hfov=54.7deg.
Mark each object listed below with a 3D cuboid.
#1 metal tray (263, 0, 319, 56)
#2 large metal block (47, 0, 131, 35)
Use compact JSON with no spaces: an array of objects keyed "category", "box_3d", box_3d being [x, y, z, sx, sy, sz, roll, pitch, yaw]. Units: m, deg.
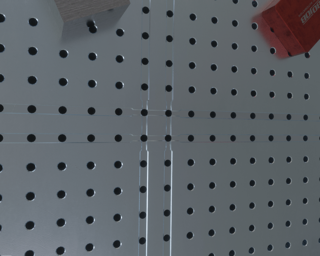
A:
[{"category":"metal tray","box_3d":[0.236,-0.191,0.496,0.130,0.030,0.090,-46,104,-14]},{"category":"large metal block","box_3d":[-0.092,-0.166,0.365,0.081,0.050,0.080,-24,98,-18]}]
